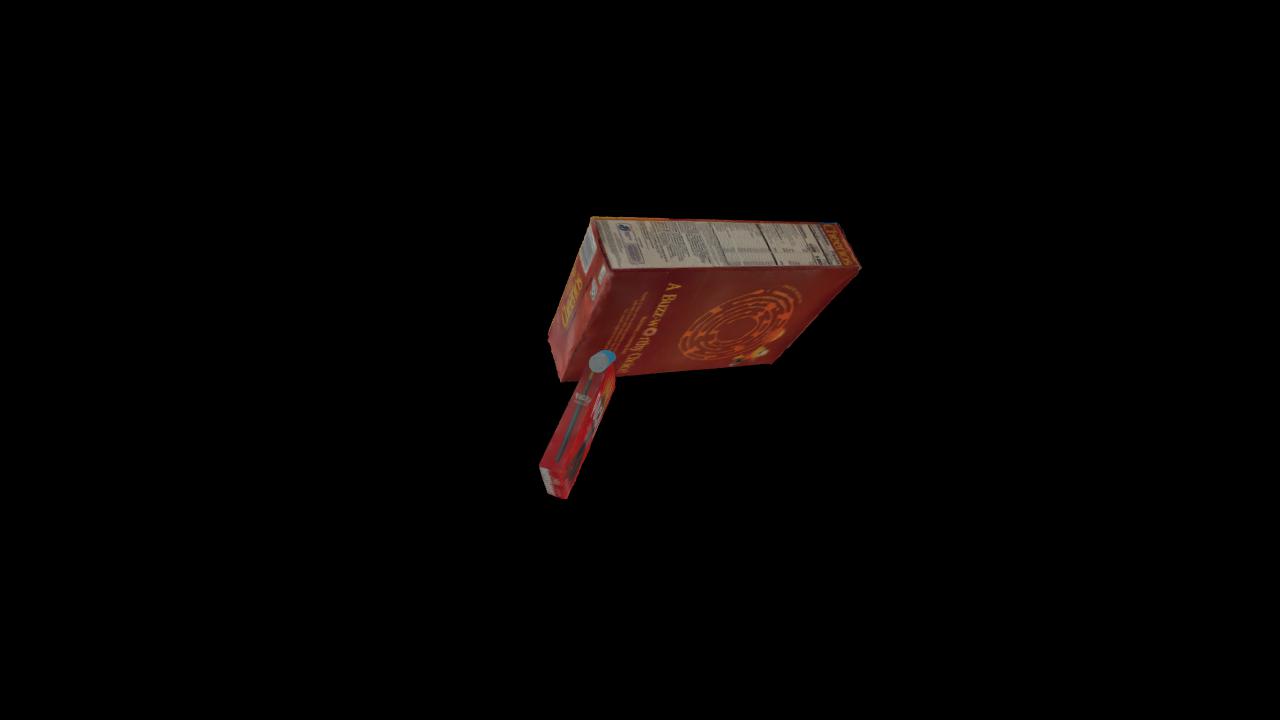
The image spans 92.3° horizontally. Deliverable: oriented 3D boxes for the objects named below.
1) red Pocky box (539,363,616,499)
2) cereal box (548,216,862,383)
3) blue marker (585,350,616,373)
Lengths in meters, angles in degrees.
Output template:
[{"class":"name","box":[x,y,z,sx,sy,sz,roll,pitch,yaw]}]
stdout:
[{"class":"red Pocky box","box":[-0.065,0.068,0.680,0.028,0.155,0.083,17,-30,10]},{"class":"cereal box","box":[0.067,-0.065,0.697,0.306,0.081,0.203,-6,-29,-25]},{"class":"blue marker","box":[-0.033,-0.006,0.677,0.020,0.020,0.121,0,10,9]}]
